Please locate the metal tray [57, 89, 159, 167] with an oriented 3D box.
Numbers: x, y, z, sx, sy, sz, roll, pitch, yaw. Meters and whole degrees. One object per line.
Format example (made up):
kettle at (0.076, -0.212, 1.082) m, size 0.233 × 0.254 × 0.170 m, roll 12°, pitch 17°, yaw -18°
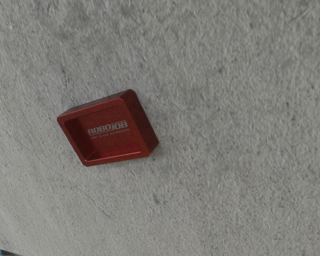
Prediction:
metal tray at (-0.077, 0.004, 0.444) m, size 0.130 × 0.030 × 0.090 m, roll -13°, pitch 112°, yaw 33°
